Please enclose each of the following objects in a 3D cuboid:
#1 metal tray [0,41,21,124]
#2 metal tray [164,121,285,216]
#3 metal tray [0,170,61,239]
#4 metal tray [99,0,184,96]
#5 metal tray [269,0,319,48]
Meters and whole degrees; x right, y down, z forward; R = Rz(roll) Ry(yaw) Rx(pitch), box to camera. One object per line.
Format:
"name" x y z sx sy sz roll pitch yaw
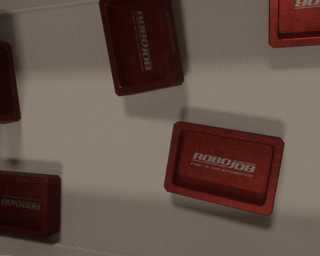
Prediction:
"metal tray" -0.263 -0.072 0.466 0.030 0.090 0.129 -10 87 19
"metal tray" 0.076 0.045 0.380 0.130 0.030 0.089 10 93 19
"metal tray" -0.219 0.116 0.482 0.130 0.030 0.089 1 90 19
"metal tray" -0.025 -0.111 0.396 0.090 0.030 0.129 -7 95 33
"metal tray" 0.181 -0.134 0.318 0.130 0.030 0.089 1 128 19
